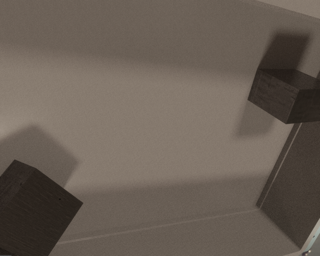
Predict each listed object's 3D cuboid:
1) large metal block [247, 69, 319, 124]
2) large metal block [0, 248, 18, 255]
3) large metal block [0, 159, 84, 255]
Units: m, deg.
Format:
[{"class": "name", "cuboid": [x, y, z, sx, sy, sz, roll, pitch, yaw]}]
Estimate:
[{"class": "large metal block", "cuboid": [0.191, -0.049, 0.450, 0.081, 0.080, 0.050, -5, 121, -27]}, {"class": "large metal block", "cuboid": [-0.205, 0.149, 0.307, 0.080, 0.080, 0.050, 33, 136, -4]}, {"class": "large metal block", "cuboid": [-0.149, 0.094, 0.349, 0.080, 0.050, 0.080, -58, 134, -24]}]
